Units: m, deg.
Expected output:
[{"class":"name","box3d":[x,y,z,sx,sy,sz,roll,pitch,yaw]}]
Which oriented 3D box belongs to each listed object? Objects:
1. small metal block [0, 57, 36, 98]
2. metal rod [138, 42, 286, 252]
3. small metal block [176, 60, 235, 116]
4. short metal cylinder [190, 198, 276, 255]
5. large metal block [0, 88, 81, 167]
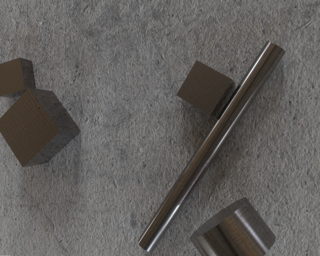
[{"class":"small metal block","box3d":[-0.227,-0.078,0.487,0.050,0.025,0.050,-11,86,19]},{"class":"metal rod","box3d":[0.058,0.031,0.387,0.025,0.025,0.299,35,101,16]},{"class":"small metal block","box3d":[0.057,-0.049,0.388,0.050,0.025,0.050,33,100,16]},{"class":"short metal cylinder","box3d":[0.081,0.123,0.351,0.080,0.080,0.050,-39,78,15]},{"class":"large metal block","box3d":[-0.179,-0.001,0.457,0.080,0.050,0.080,-41,78,15]}]
